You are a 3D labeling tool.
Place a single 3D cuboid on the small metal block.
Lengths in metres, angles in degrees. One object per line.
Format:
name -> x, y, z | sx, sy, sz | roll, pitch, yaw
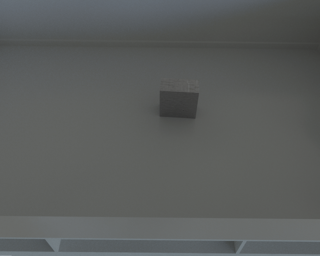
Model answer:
small metal block -> 0.026, -0.040, 0.423 | 0.050, 0.050, 0.025 | 4, 50, 2
